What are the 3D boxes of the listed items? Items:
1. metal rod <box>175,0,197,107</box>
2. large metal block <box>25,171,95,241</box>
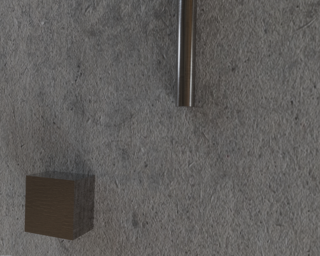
[{"bbox_3d":[0.035,-0.176,0.396,0.025,0.025,0.298,1,90,20],"label":"metal rod"},{"bbox_3d":[-0.143,0.108,0.446,0.080,0.050,0.080,2,91,20],"label":"large metal block"}]
